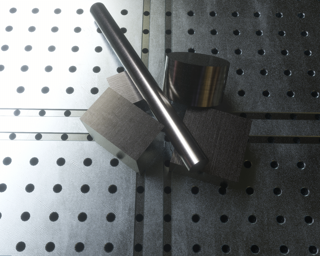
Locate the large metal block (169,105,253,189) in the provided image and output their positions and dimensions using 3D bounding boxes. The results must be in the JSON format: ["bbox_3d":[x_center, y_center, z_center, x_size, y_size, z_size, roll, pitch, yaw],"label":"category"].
[{"bbox_3d":[0.062,0.023,0.390,0.080,0.050,0.080,17,71,5],"label":"large metal block"}]

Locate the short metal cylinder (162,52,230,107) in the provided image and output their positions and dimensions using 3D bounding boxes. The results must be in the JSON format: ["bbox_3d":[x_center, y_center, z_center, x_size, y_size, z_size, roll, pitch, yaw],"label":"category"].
[{"bbox_3d":[0.045,-0.065,0.400,0.080,0.080,0.050,8,114,2],"label":"short metal cylinder"}]

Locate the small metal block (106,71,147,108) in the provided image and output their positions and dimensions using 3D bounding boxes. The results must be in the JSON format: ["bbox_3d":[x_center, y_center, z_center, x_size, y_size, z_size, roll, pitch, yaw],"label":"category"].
[{"bbox_3d":[-0.040,-0.052,0.431,0.050,0.025,0.050,-23,72,-9],"label":"small metal block"}]

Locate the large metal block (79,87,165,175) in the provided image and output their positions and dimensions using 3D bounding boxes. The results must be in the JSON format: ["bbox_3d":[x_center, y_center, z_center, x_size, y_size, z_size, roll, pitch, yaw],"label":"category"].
[{"bbox_3d":[-0.042,0.007,0.379,0.080,0.080,0.050,35,74,11],"label":"large metal block"}]

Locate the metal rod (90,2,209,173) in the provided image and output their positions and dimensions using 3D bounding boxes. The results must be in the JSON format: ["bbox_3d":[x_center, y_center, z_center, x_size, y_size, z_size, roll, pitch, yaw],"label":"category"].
[{"bbox_3d":[-0.027,-0.071,0.405,0.025,0.025,0.299,-26,61,-10],"label":"metal rod"}]
